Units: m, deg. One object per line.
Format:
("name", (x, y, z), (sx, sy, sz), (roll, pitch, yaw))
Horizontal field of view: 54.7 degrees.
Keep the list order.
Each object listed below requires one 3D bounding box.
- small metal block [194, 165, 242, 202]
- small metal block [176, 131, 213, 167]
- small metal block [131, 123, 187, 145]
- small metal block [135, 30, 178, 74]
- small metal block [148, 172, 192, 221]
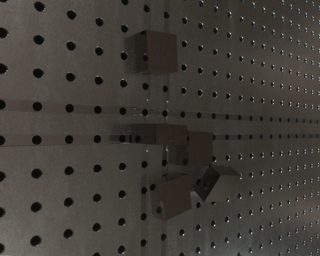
("small metal block", (0.089, 0.085, 0.472), (0.050, 0.025, 0.050), (10, 115, -40))
("small metal block", (0.051, 0.030, 0.455), (0.050, 0.025, 0.050), (4, 88, -40))
("small metal block", (-0.001, 0.008, 0.394), (0.050, 0.050, 0.025), (3, 88, -40))
("small metal block", (-0.004, -0.098, 0.407), (0.050, 0.025, 0.050), (-5, 94, -40))
("small metal block", (0.015, 0.092, 0.424), (0.050, 0.025, 0.050), (-12, 98, -40))
